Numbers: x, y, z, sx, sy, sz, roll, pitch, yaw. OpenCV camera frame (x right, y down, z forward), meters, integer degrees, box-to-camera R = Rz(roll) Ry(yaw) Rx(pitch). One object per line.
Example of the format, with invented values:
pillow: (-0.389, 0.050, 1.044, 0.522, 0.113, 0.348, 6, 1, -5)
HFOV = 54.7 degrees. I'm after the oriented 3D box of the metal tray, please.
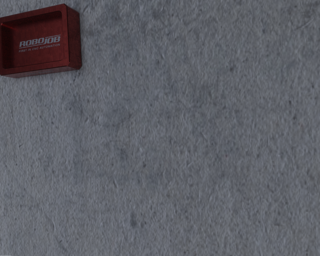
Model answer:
metal tray: (-0.185, -0.128, 0.469, 0.130, 0.030, 0.089, -3, 89, 19)
